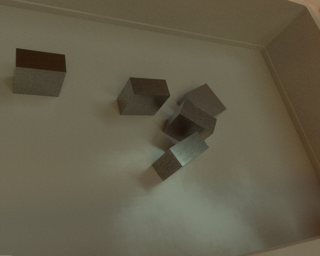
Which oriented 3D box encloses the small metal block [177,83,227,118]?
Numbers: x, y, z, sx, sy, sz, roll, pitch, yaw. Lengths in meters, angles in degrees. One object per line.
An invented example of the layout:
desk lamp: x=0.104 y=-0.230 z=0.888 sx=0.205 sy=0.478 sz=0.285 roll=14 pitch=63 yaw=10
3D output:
small metal block: x=0.063 y=-0.033 z=0.461 sx=0.050 sy=0.025 sz=0.050 roll=-29 pitch=78 yaw=-38

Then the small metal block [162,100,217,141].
small metal block: x=0.039 y=-0.003 z=0.414 sx=0.050 sy=0.050 sz=0.025 roll=30 pitch=52 yaw=-10

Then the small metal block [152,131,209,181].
small metal block: x=0.025 y=0.035 z=0.383 sx=0.050 sy=0.050 sz=0.025 roll=-29 pitch=78 yaw=-38

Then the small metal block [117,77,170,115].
small metal block: x=-0.022 y=-0.040 z=0.403 sx=0.050 sy=0.050 sz=0.025 roll=-1 pitch=63 yaw=-29

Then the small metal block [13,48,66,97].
small metal block: x=-0.138 y=-0.061 z=0.353 sx=0.050 sy=0.050 sz=0.025 roll=2 pitch=61 yaw=-28
